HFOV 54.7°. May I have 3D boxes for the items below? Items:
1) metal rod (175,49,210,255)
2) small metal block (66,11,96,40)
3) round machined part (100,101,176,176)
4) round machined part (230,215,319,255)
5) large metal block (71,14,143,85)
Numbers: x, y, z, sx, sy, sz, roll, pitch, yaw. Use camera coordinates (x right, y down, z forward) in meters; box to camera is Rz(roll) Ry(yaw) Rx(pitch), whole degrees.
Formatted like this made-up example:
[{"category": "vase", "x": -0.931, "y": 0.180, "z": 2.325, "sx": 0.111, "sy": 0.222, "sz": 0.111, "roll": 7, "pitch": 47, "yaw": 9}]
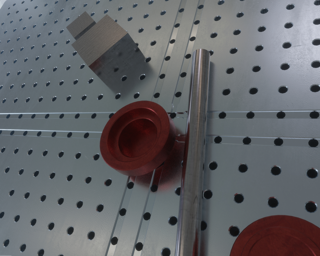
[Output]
[{"category": "metal rod", "x": 0.041, "y": 0.027, "z": 0.370, "sx": 0.025, "sy": 0.025, "sz": 0.299, "roll": -7, "pitch": 59, "yaw": 25}, {"category": "small metal block", "x": -0.149, "y": -0.194, "z": 0.606, "sx": 0.050, "sy": 0.025, "sz": 0.050, "roll": -40, "pitch": 51, "yaw": 1}, {"category": "round machined part", "x": -0.025, "y": 0.016, "z": 0.400, "sx": 0.098, "sy": 0.042, "sz": 0.098, "roll": -13, "pitch": 56, "yaw": 21}, {"category": "round machined part", "x": 0.107, "y": 0.123, "z": 0.265, "sx": 0.098, "sy": 0.042, "sz": 0.098, "roll": -13, "pitch": 56, "yaw": 21}, {"category": "large metal block", "x": -0.090, "y": -0.132, "z": 0.521, "sx": 0.080, "sy": 0.050, "sz": 0.080, "roll": -41, "pitch": 51, "yaw": 0}]
